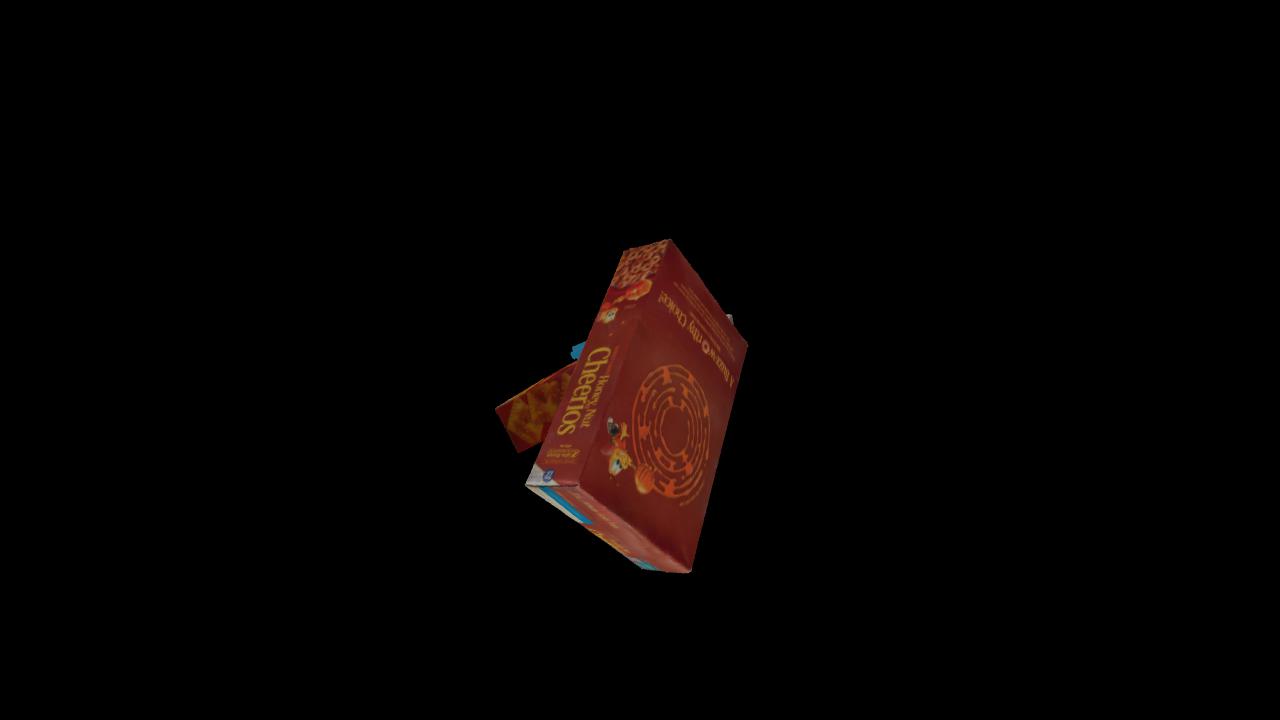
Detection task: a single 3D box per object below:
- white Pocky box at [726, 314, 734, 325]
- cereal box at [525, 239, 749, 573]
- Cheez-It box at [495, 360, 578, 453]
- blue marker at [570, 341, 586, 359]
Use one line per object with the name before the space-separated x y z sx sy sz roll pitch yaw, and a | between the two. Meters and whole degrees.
white Pocky box | 0.052 -0.015 0.757 0.084 0.028 0.154 3 29 29
cereal box | 0.016 0.048 0.674 0.081 0.306 0.203 -7 -39 38
Cheez-It box | -0.044 0.022 0.757 0.223 0.071 0.166 -26 3 30
blue marker | -0.025 -0.030 0.693 0.121 0.020 0.020 -26 -6 12
